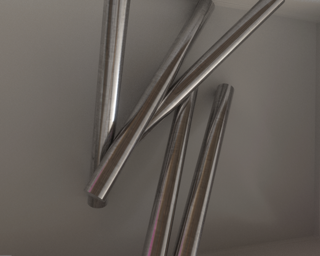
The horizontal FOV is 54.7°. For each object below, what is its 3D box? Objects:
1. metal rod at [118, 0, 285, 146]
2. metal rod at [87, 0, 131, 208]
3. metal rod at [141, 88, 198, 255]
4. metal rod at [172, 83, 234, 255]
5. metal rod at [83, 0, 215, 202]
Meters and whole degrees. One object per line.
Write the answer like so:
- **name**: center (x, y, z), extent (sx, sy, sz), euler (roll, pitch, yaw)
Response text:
- **metal rod**: center (0.045, -0.067, 0.394), extent (0.300, 0.025, 0.025), euler (-44, 104, -3)
- **metal rod**: center (-0.054, -0.044, 0.328), extent (0.025, 0.025, 0.298), euler (1, 113, -20)
- **metal rod**: center (0.009, 0.067, 0.348), extent (0.025, 0.025, 0.300), euler (26, 56, -18)
- **metal rod**: center (0.051, 0.063, 0.366), extent (0.025, 0.025, 0.300), euler (32, 55, -17)
- **metal rod**: center (-0.001, -0.051, 0.377), extent (0.025, 0.025, 0.300), euler (36, 66, -17)
